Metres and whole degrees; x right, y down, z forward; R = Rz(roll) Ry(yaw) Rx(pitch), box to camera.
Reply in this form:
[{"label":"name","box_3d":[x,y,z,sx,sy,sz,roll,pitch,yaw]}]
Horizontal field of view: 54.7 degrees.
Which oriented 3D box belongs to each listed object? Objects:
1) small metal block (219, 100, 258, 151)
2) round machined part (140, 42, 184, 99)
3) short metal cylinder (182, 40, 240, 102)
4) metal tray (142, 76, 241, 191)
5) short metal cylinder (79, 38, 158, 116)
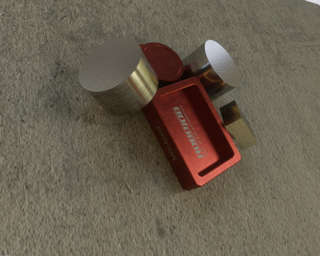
[{"label":"small metal block","box_3d":[0.112,-0.004,0.445,0.050,0.025,0.050,51,21,-27]},{"label":"round machined part","box_3d":[-0.006,-0.083,0.443,0.099,0.042,0.098,14,56,-21]},{"label":"short metal cylinder","box_3d":[0.076,-0.084,0.468,0.080,0.050,0.080,27,47,-33]},{"label":"metal tray","box_3d":[0.041,0.004,0.407,0.091,0.030,0.130,-24,84,-37]},{"label":"short metal cylinder","box_3d":[-0.049,-0.061,0.373,0.050,0.080,0.080,54,32,-51]}]
